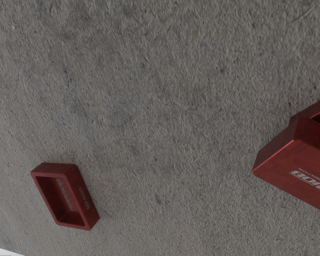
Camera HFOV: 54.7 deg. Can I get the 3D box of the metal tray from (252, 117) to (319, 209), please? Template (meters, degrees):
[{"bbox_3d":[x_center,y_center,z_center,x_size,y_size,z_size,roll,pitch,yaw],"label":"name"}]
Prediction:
[{"bbox_3d":[0.174,0.049,0.314,0.130,0.030,0.090,28,149,2],"label":"metal tray"}]

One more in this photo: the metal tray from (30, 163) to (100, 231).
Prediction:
[{"bbox_3d":[-0.174,0.127,0.574,0.090,0.030,0.129,-2,118,29],"label":"metal tray"}]

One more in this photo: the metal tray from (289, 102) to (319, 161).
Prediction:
[{"bbox_3d":[0.204,-0.001,0.295,0.090,0.030,0.129,47,129,-6],"label":"metal tray"}]
